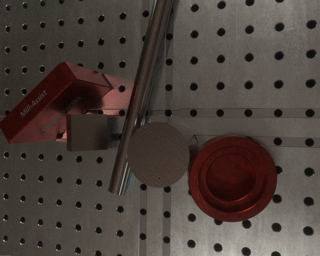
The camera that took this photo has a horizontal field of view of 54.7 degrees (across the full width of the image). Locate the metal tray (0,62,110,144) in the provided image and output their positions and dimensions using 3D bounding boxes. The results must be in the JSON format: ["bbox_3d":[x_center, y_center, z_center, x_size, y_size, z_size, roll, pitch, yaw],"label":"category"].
[{"bbox_3d":[-0.142,-0.030,0.426,0.130,0.090,0.030,-39,78,15],"label":"metal tray"}]

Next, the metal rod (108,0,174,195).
[{"bbox_3d":[-0.024,-0.055,0.419,0.025,0.025,0.298,16,95,19],"label":"metal rod"}]

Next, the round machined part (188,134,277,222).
[{"bbox_3d":[0.081,0.056,0.364,0.099,0.042,0.097,0,95,0],"label":"round machined part"}]

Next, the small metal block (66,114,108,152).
[{"bbox_3d":[-0.102,0.006,0.431,0.025,0.050,0.050,-2,89,59],"label":"small metal block"}]

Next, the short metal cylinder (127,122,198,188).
[{"bbox_3d":[0.005,0.032,0.397,0.080,0.050,0.079,0,90,19],"label":"short metal cylinder"}]
